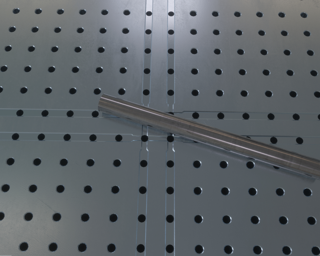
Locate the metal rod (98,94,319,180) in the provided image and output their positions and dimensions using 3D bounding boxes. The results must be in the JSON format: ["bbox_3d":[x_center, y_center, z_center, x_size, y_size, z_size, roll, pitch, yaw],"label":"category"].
[{"bbox_3d":[0.063,0.010,0.408,0.301,0.025,0.025,17,71,6],"label":"metal rod"}]
